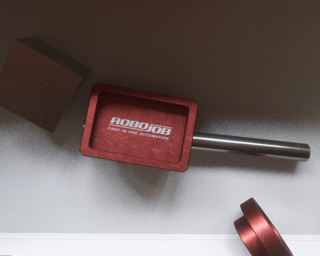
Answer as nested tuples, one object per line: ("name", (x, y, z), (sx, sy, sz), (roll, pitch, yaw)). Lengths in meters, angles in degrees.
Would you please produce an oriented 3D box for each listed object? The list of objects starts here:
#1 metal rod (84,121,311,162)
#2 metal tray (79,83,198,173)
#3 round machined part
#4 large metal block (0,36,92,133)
("metal rod", (0.051, 0.018, 0.418), (0.302, 0.025, 0.025), (6, 110, -3))
("metal tray", (-0.025, 0.000, 0.386), (0.131, 0.030, 0.090), (10, 83, -3))
("round machined part", (0.139, 0.150, 0.429), (0.042, 0.098, 0.098), (-36, 107, 9))
("large metal block", (-0.143, -0.053, 0.376), (0.080, 0.050, 0.080), (30, 107, -11))
